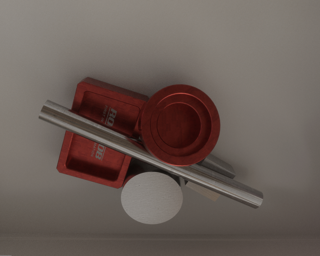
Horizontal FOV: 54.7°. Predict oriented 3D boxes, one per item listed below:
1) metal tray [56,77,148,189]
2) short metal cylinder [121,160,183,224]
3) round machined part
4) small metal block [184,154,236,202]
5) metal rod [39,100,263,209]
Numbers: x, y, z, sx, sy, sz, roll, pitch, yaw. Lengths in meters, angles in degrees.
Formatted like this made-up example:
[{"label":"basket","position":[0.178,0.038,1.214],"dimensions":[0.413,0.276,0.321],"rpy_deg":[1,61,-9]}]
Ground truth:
[{"label":"metal tray","position":[-0.075,0.009,0.408],"dimensions":[0.091,0.030,0.129],"rpy_deg":[17,109,-7]},{"label":"short metal cylinder","position":[-0.011,0.084,0.426],"dimensions":[0.081,0.050,0.079],"rpy_deg":[0,110,-1]},{"label":"round machined part","position":[0.021,-0.003,0.387],"dimensions":[0.099,0.042,0.097],"rpy_deg":[0,88,-14]},{"label":"small metal block","position":[0.069,0.067,0.435],"dimensions":[0.050,0.025,0.050],"rpy_deg":[30,107,-11]},{"label":"metal rod","position":[-0.002,0.038,0.393],"dimensions":[0.302,0.025,0.025],"rpy_deg":[24,108,-12]}]
